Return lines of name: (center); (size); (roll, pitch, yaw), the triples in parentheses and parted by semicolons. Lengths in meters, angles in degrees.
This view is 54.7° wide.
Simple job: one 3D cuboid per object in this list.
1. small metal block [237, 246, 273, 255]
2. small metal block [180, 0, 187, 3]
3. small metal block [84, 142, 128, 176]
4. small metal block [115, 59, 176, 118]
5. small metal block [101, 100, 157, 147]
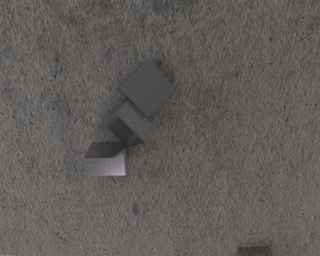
small metal block: (0.149, 0.217, 0.491); (0.050, 0.025, 0.050); (-3, 110, 1)
small metal block: (0.023, -0.177, 0.345); (0.050, 0.025, 0.050); (34, 106, -12)
small metal block: (-0.069, 0.040, 0.410); (0.050, 0.050, 0.025); (-1, 110, 0)
small metal block: (-0.018, -0.048, 0.382); (0.050, 0.025, 0.050); (-46, 106, -11)
small metal block: (-0.040, -0.004, 0.392); (0.050, 0.050, 0.025); (46, 62, -15)
